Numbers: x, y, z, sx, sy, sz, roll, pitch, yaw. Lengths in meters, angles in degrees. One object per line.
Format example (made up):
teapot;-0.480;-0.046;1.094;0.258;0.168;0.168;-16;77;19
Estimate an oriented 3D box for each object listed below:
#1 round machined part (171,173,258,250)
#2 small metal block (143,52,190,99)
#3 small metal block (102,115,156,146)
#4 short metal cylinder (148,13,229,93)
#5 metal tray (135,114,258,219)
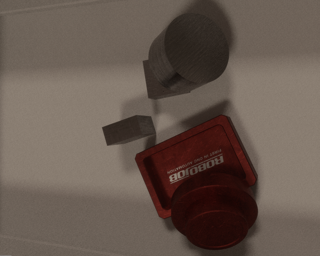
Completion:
round machined part;0.062;0.101;0.353;0.099;0.042;0.097;0;124;1
small metal block;0.009;-0.067;0.407;0.050;0.025;0.050;-10;87;19
small metal block;-0.040;0.003;0.410;0.050;0.050;0.025;-19;84;19
short metal cylinder;0.033;-0.086;0.364;0.081;0.050;0.080;3;83;-22
metal tray;0.044;0.049;0.391;0.130;0.030;0.090;-26;82;17
